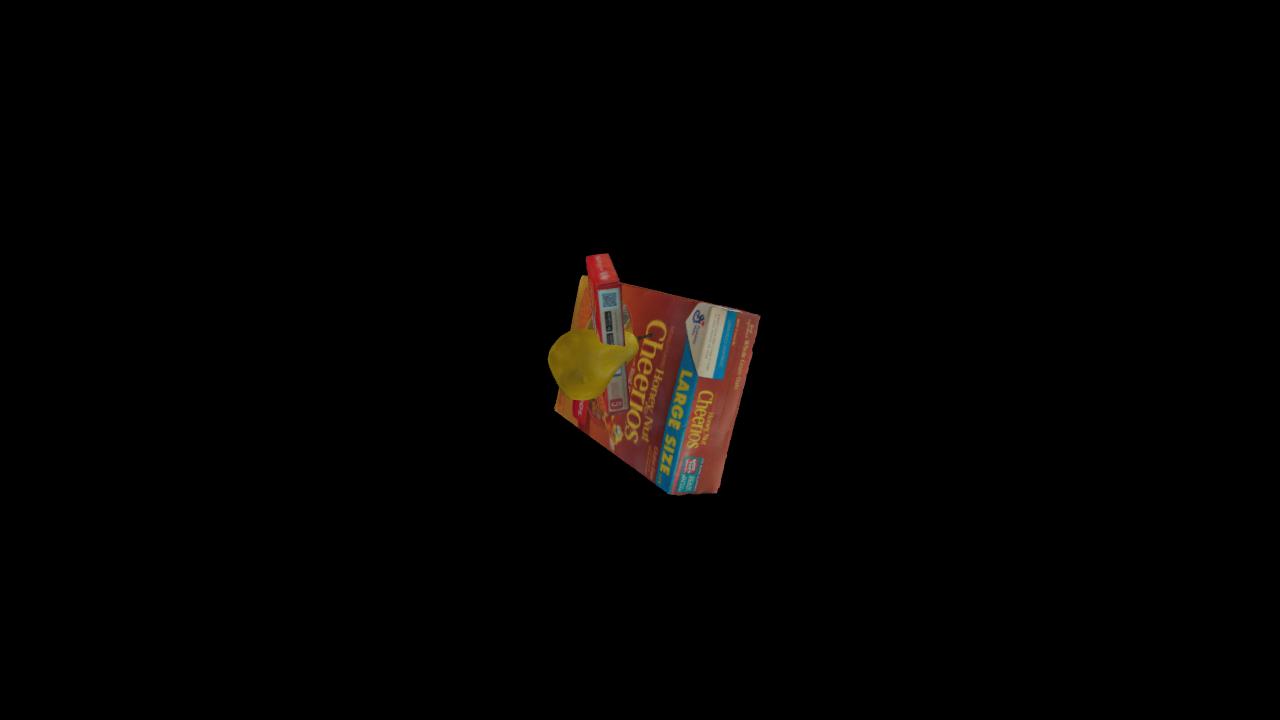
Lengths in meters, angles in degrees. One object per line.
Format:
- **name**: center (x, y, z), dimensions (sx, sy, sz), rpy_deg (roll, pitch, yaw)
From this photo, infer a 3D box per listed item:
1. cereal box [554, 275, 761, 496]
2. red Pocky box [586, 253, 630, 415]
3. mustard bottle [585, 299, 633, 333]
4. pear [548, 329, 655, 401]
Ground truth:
- **cereal box**: center (0.002, 0.013, 0.758), dimensions (0.081, 0.203, 0.306), rpy_deg (8, 9, -32)
- **red Pocky box**: center (-0.034, -0.027, 0.654), dimensions (0.028, 0.155, 0.083), rpy_deg (-7, 30, -7)
- **mustard bottle**: center (0.030, -0.023, 0.729), dimensions (0.184, 0.092, 0.054), rpy_deg (19, -38, 21)
- **pear**: center (-0.039, -0.006, 0.641), dimensions (0.111, 0.080, 0.080), rpy_deg (-26, 5, -10)
